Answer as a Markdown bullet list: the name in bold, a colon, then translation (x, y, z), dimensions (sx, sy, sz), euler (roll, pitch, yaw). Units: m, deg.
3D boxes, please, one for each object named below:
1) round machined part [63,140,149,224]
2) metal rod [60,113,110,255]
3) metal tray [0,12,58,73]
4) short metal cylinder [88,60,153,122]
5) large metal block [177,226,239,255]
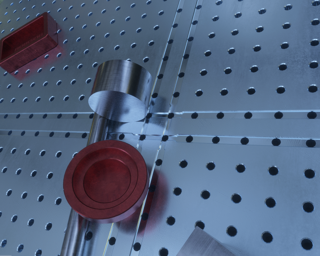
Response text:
- **round machined part**: translation (-0.062, 0.067, 0.375), dimensions (0.099, 0.042, 0.098), euler (-2, 59, 4)
- **metal rod**: translation (-0.101, 0.106, 0.394), dimensions (0.025, 0.025, 0.299), euler (-7, 58, 24)
- **metal tray**: translation (-0.283, -0.183, 0.662), dimensions (0.130, 0.030, 0.090), euler (-25, 53, 12)
- **short metal cylinder**: translation (-0.053, -0.049, 0.430), dimensions (0.080, 0.080, 0.050), euler (-6, 59, 25)
- **large metal block**: translation (0.060, 0.135, 0.258), dimensions (0.080, 0.080, 0.050), euler (30, 78, 37)
